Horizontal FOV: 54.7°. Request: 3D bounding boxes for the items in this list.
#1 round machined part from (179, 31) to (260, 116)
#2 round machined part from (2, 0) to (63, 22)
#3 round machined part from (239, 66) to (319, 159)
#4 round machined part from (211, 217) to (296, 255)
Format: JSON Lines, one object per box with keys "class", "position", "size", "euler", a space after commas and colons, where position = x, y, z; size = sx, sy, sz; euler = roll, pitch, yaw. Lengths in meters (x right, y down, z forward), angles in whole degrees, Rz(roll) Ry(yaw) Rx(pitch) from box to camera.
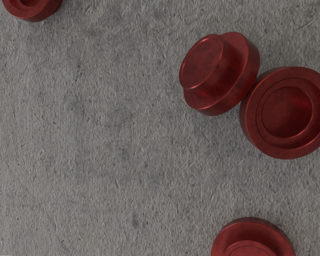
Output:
{"class": "round machined part", "position": [0.059, -0.066, 0.350], "size": [0.098, 0.042, 0.098], "euler": [-36, 41, 39]}
{"class": "round machined part", "position": [-0.185, -0.207, 0.465], "size": [0.098, 0.042, 0.097], "euler": [0, 90, 20]}
{"class": "round machined part", "position": [0.135, -0.018, 0.339], "size": [0.099, 0.042, 0.097], "euler": [-1, 103, -4]}
{"class": "round machined part", "position": [0.108, 0.158, 0.362], "size": [0.098, 0.042, 0.097], "euler": [0, 90, 20]}
